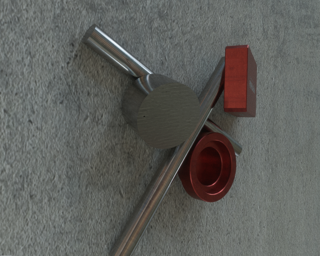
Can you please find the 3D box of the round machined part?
[{"bbox_3d":[0.063,0.055,0.448,0.099,0.042,0.097,0,90,-40],"label":"round machined part"}]

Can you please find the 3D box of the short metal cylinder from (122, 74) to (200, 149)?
[{"bbox_3d":[0.001,-0.021,0.373,0.081,0.050,0.079,-11,115,-24],"label":"short metal cylinder"}]

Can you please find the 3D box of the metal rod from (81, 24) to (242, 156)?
[{"bbox_3d":[0.023,-0.034,0.426,0.301,0.025,0.025,35,69,-35],"label":"metal rod"}]

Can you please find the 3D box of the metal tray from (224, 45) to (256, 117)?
[{"bbox_3d":[0.125,-0.065,0.470,0.130,0.030,0.089,4,87,-68],"label":"metal tray"}]

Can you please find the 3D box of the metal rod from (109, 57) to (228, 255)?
[{"bbox_3d":[0.024,0.030,0.404,0.025,0.025,0.300,41,72,-33],"label":"metal rod"}]
